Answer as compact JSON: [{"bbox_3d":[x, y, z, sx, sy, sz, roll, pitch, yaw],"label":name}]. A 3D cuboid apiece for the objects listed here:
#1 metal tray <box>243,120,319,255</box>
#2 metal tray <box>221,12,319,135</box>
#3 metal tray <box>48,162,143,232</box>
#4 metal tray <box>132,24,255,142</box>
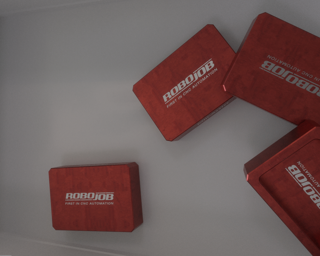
[{"bbox_3d":[0.165,0.068,0.328,0.090,0.030,0.130,-40,96,15],"label":"metal tray"},{"bbox_3d":[0.144,-0.055,0.337,0.130,0.030,0.090,26,99,1],"label":"metal tray"},{"bbox_3d":[-0.093,0.097,0.441,0.130,0.030,0.089,-5,88,19],"label":"metal tray"},{"bbox_3d":[0.041,-0.054,0.393,0.130,0.030,0.090,-37,78,16],"label":"metal tray"}]
